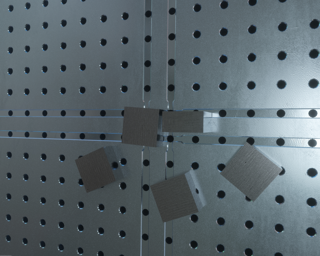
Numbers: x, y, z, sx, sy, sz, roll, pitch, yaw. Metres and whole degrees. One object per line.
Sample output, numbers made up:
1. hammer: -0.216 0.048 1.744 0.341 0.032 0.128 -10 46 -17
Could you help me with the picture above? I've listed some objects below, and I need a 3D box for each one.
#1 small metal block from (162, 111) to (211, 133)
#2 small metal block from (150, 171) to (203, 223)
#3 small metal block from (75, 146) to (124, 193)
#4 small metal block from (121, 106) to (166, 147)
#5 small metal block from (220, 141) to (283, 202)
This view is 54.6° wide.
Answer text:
1. small metal block: 0.035 -0.007 0.387 0.050 0.050 0.025 1 90 20
2. small metal block: 0.022 0.090 0.405 0.050 0.025 0.050 -23 83 18
3. small metal block: -0.087 0.059 0.444 0.050 0.025 0.050 -25 82 18
4. small metal block: -0.022 -0.002 0.421 0.050 0.025 0.050 6 92 20
5. small metal block: 0.110 0.051 0.374 0.050 0.025 0.050 41 103 15
